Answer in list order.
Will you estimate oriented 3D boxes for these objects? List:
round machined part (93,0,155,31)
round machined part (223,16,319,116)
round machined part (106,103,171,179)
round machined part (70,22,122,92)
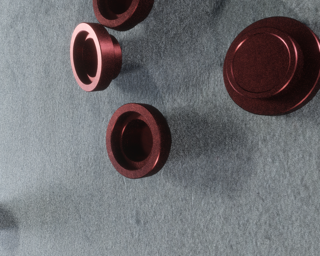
[{"bbox_3d":[-0.046,-0.183,0.429,0.098,0.042,0.097,0,90,39],"label":"round machined part"},{"bbox_3d":[0.106,-0.061,0.306,0.098,0.042,0.097,0,90,39],"label":"round machined part"},{"bbox_3d":[-0.024,0.016,0.411,0.098,0.042,0.097,0,90,39],"label":"round machined part"},{"bbox_3d":[-0.092,-0.104,0.457,0.098,0.042,0.097,17,112,48],"label":"round machined part"}]
